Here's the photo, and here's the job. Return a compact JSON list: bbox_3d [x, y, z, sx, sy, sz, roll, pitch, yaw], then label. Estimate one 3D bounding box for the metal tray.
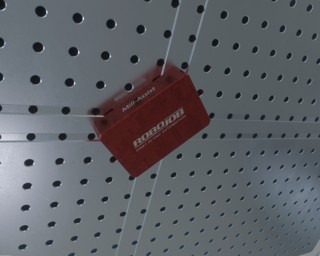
[{"bbox_3d":[-0.007,-0.005,0.400,0.130,0.030,0.090,-36,129,-4],"label":"metal tray"}]
